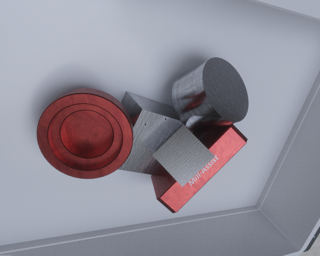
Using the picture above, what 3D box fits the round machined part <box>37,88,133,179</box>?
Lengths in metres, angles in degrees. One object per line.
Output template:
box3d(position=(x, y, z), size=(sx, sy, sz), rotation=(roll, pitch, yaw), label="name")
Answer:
box3d(position=(-0.079, 0.003, 0.341), size=(0.099, 0.042, 0.097), rotation=(-2, 111, -4), label="round machined part")

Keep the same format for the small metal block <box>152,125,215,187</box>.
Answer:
box3d(position=(0.028, 0.032, 0.361), size=(0.050, 0.050, 0.025), rotation=(-44, 168, 3), label="small metal block")

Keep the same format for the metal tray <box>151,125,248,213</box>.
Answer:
box3d(position=(0.047, 0.043, 0.417), size=(0.130, 0.090, 0.030), rotation=(-45, 102, 3), label="metal tray")

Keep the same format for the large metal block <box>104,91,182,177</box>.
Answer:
box3d(position=(-0.016, 0.010, 0.390), size=(0.081, 0.050, 0.080), rotation=(16, 110, -35), label="large metal block")

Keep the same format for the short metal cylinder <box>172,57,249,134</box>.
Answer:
box3d(position=(0.061, -0.038, 0.375), size=(0.081, 0.080, 0.050), rotation=(17, 153, -35), label="short metal cylinder")
